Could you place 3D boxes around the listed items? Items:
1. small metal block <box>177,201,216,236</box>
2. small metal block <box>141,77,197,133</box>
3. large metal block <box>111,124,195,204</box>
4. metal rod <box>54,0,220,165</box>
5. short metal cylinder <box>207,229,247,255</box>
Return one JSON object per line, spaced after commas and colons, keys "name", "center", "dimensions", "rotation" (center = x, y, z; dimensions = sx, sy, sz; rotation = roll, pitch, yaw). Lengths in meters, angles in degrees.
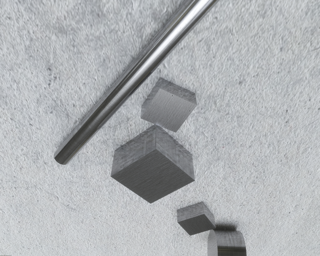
{"name": "small metal block", "center": [0.064, 0.160, 0.544], "dimensions": [0.050, 0.025, 0.050], "rotation": [-23, 127, 18]}
{"name": "small metal block", "center": [0.010, -0.028, 0.384], "dimensions": [0.050, 0.025, 0.050], "rotation": [22, 127, -18]}
{"name": "large metal block", "center": [-0.009, 0.052, 0.435], "dimensions": [0.080, 0.050, 0.080], "rotation": [-33, 123, 25]}
{"name": "metal rod", "center": [-0.044, -0.046, 0.367], "dimensions": [0.025, 0.025, 0.299], "rotation": [32, 123, -25]}
{"name": "short metal cylinder", "center": [0.121, 0.229, 0.567], "dimensions": [0.050, 0.080, 0.079], "rotation": [4, 130, -3]}
